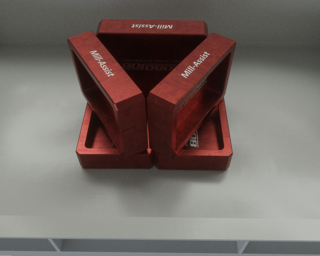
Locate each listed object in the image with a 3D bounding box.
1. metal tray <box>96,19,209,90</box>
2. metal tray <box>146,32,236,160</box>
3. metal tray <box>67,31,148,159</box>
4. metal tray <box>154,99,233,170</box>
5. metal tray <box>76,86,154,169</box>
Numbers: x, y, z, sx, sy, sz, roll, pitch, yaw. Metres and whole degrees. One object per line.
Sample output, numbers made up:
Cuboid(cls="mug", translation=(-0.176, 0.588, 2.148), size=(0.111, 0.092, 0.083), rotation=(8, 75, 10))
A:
Cuboid(cls="metal tray", translation=(-0.009, -0.090, 0.396), size=(0.131, 0.090, 0.030), rotation=(1, 51, 1))
Cuboid(cls="metal tray", translation=(0.037, -0.037, 0.352), size=(0.030, 0.090, 0.131), rotation=(29, 56, 22))
Cuboid(cls="metal tray", translation=(-0.060, -0.039, 0.353), size=(0.030, 0.090, 0.130), rotation=(-25, 55, -19))
Cuboid(cls="metal tray", translation=(0.040, -0.007, 0.407), size=(0.091, 0.030, 0.130), rotation=(1, 49, 1))
Cuboid(cls="metal tray", translation=(-0.052, -0.009, 0.408), size=(0.091, 0.030, 0.130), rotation=(0, 49, 0))
